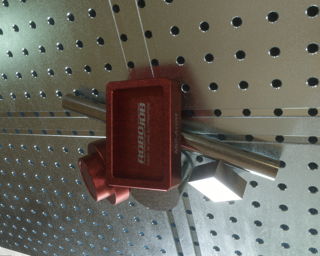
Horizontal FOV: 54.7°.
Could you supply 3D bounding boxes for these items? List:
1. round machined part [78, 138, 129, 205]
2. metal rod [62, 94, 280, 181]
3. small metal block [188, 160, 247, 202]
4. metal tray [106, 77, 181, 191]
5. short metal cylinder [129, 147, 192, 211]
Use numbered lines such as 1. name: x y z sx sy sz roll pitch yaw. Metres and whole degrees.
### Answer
1. round machined part: -0.086 0.068 0.452 0.098 0.042 0.097 43 145 42
2. metal rod: 0.001 0.006 0.409 0.301 0.025 0.025 18 126 17
3. small metal block: 0.073 0.069 0.397 0.050 0.025 0.050 38 147 -18
4. metal tray: -0.021 0.007 0.380 0.090 0.030 0.129 0 89 27
5. short metal cylinder: -0.001 0.068 0.433 0.080 0.050 0.079 13 124 21
